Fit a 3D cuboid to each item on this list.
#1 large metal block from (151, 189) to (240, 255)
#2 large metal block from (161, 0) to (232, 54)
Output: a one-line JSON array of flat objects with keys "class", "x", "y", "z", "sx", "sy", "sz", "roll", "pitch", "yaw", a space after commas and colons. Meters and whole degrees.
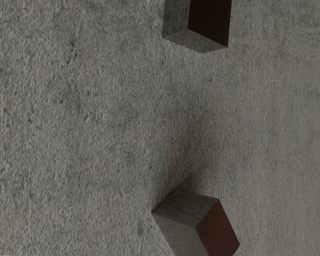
[{"class": "large metal block", "x": 0.046, "y": 0.133, "z": 0.408, "sx": 0.050, "sy": 0.080, "sz": 0.080, "roll": -40, "pitch": 115, "yaw": -33}, {"class": "large metal block", "x": 0.053, "y": -0.158, "z": 0.432, "sx": 0.081, "sy": 0.050, "sz": 0.080, "roll": 10, "pitch": 84, "yaw": -40}]
